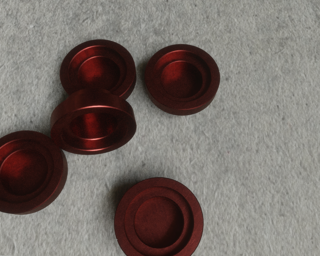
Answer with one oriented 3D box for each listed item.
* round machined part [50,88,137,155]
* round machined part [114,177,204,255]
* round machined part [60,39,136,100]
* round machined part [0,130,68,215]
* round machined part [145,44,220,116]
[{"bbox_3d":[-0.080,-0.011,0.374,0.099,0.098,0.042,-12,56,-5],"label":"round machined part"},{"bbox_3d":[-0.001,0.109,0.359,0.099,0.042,0.098,0,70,-1],"label":"round machined part"},{"bbox_3d":[-0.081,-0.068,0.423,0.099,0.042,0.098,0,70,-1],"label":"round machined part"},{"bbox_3d":[-0.162,0.055,0.377,0.099,0.042,0.098,0,70,0],"label":"round machined part"},{"bbox_3d":[0.029,-0.061,0.422,0.099,0.042,0.098,0,70,-1],"label":"round machined part"}]
